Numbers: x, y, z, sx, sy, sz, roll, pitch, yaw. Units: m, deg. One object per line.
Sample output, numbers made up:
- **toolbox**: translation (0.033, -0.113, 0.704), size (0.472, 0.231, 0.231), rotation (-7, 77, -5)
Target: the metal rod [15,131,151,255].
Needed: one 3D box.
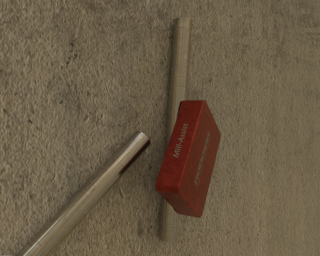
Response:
- **metal rod**: translation (-0.110, 0.110, 0.312), size (0.301, 0.025, 0.025), rotation (-48, 119, -29)

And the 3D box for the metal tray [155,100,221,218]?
- **metal tray**: translation (0.042, 0.039, 0.404), size (0.090, 0.030, 0.130), rotation (55, 46, -48)

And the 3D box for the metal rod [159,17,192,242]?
- **metal rod**: translation (0.021, 0.000, 0.422), size (0.025, 0.025, 0.298), rotation (7, 86, -40)
